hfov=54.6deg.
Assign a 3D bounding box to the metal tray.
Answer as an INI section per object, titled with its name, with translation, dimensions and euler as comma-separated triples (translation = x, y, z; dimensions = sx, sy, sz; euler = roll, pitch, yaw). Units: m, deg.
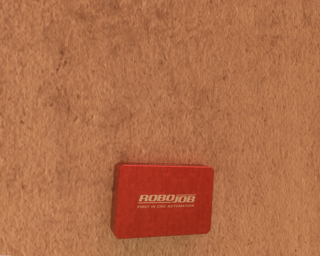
[metal tray]
translation = 0.005, 0.093, 0.408
dimensions = 0.131, 0.030, 0.090
euler = 4, 89, -20
